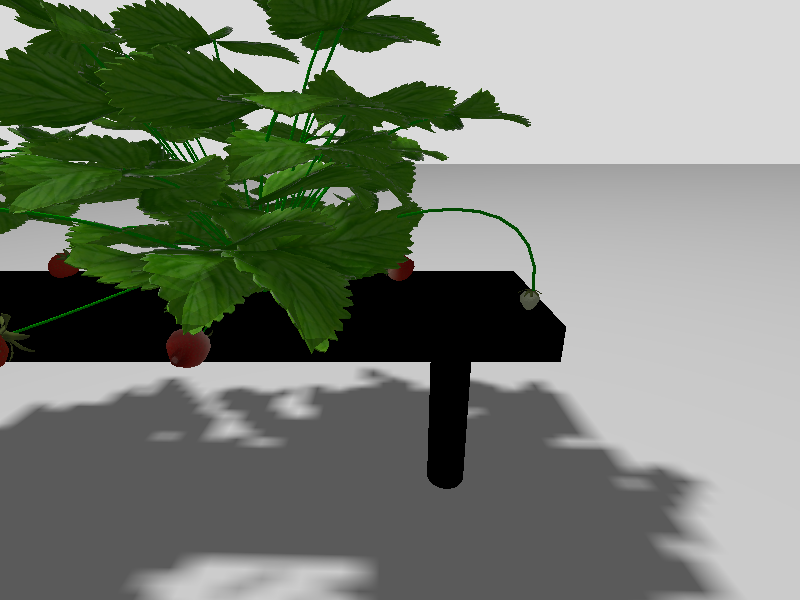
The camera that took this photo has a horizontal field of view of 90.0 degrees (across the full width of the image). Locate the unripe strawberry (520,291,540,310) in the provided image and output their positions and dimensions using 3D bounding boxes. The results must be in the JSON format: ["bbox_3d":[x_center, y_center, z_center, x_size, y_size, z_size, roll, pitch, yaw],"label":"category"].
[{"bbox_3d":[0.106,0.001,0.328,0.016,0.016,0.015,4,21,10],"label":"unripe strawberry"}]

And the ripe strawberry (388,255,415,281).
[{"bbox_3d":[0.001,-0.034,0.404,0.028,0.028,0.027,-6,21,-16],"label":"ripe strawberry"}]

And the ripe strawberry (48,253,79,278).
[{"bbox_3d":[-0.342,-0.034,0.406,0.027,0.023,0.027,-37,9,21],"label":"ripe strawberry"}]

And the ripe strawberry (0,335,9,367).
[{"bbox_3d":[-0.248,0.025,0.227,0.034,0.039,0.037,16,27,37],"label":"ripe strawberry"}]

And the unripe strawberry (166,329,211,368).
[{"bbox_3d":[-0.127,0.030,0.238,0.024,0.025,0.026,0,21,1],"label":"unripe strawberry"}]
